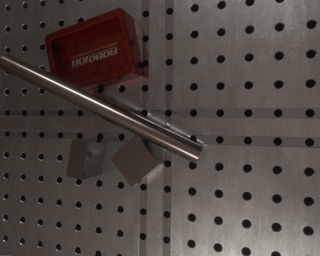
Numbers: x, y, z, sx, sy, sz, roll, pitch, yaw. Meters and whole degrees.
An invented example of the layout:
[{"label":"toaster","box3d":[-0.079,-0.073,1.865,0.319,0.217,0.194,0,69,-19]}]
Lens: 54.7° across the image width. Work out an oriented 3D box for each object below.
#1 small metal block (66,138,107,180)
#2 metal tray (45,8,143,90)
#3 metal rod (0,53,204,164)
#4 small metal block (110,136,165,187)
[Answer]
[{"label":"small metal block","box3d":[-0.102,0.042,0.434,0.025,0.050,0.050,11,94,19]},{"label":"metal tray","box3d":[-0.096,-0.104,0.442,0.130,0.030,0.089,-12,86,19]},{"label":"metal rod","box3d":[-0.084,-0.030,0.416,0.301,0.025,0.025,26,99,8]},{"label":"small metal block","box3d":[-0.031,0.044,0.422,0.050,0.025,0.050,-42,77,15]}]
